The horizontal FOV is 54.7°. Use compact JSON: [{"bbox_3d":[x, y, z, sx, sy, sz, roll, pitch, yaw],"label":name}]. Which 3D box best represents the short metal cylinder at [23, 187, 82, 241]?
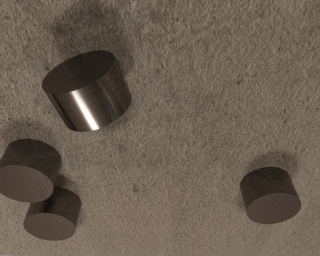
[{"bbox_3d":[-0.175,0.142,0.509,0.081,0.050,0.079,0,130,0],"label":"short metal cylinder"}]

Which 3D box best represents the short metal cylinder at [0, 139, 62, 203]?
[{"bbox_3d":[-0.187,0.061,0.440,0.081,0.050,0.079,0,130,0],"label":"short metal cylinder"}]

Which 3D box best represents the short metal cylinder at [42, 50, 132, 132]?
[{"bbox_3d":[-0.077,-0.041,0.335,0.080,0.080,0.050,-13,129,10],"label":"short metal cylinder"}]

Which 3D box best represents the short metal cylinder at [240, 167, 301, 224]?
[{"bbox_3d":[0.171,0.106,0.484,0.081,0.050,0.079,0,130,0],"label":"short metal cylinder"}]
